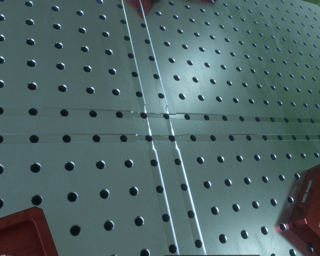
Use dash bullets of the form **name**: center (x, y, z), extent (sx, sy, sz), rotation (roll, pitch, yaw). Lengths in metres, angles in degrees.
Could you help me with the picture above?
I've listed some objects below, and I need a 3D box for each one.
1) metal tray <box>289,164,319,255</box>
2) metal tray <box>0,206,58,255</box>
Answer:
- **metal tray**: center (0.254, 0.125, 0.463), extent (0.090, 0.030, 0.131), rotation (43, 51, 1)
- **metal tray**: center (-0.124, 0.141, 0.251), extent (0.091, 0.030, 0.130), rotation (-15, 69, -34)
